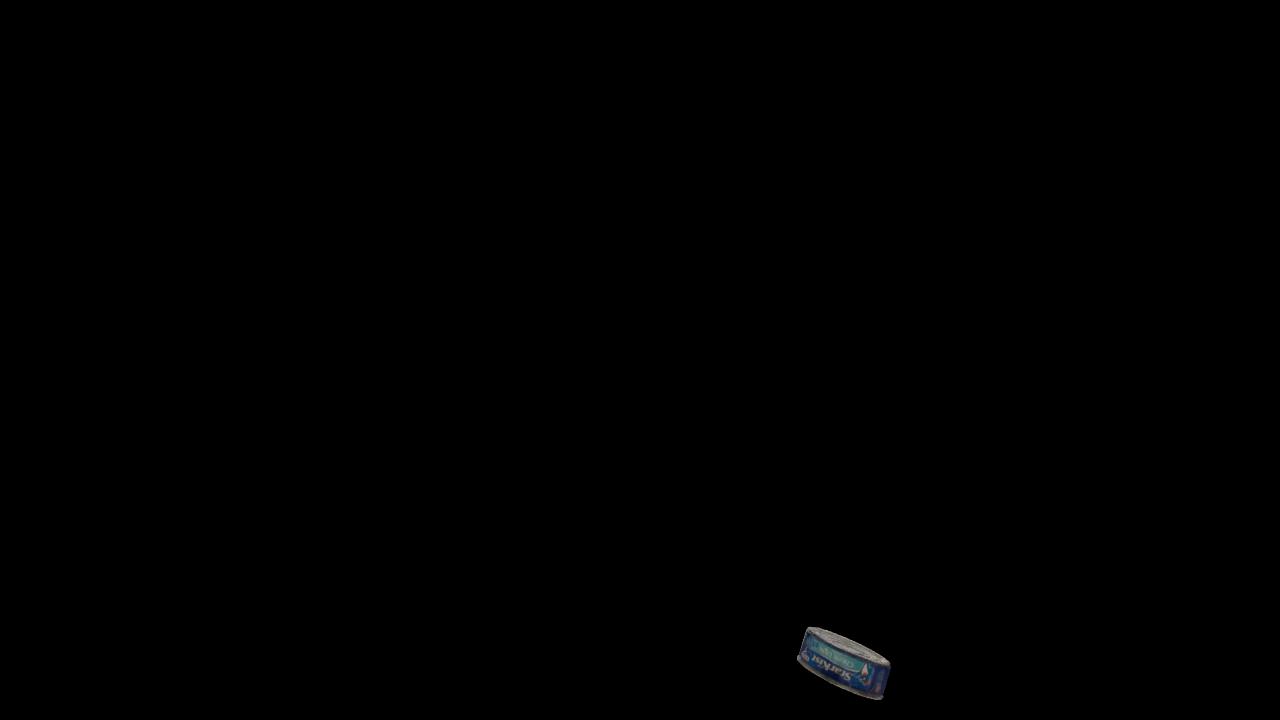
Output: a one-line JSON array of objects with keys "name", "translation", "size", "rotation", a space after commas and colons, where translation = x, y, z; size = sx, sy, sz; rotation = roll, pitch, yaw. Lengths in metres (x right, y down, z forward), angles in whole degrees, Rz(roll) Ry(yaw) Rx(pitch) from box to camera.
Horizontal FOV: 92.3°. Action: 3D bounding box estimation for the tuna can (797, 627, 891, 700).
[{"name": "tuna can", "translation": [0.201, 0.296, 0.606], "size": [0.084, 0.034, 0.084], "rotation": [20, -8, 3]}]
